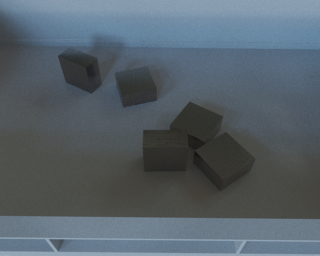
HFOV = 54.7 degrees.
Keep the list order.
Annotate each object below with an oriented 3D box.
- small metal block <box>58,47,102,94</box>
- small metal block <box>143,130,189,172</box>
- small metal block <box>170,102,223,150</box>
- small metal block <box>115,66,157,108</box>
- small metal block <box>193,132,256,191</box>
[{"bbox_3d":[-0.117,-0.085,0.459,0.050,0.050,0.025,24,54,18],"label":"small metal block"},{"bbox_3d":[0.006,0.028,0.366,0.050,0.050,0.025,0,50,-1],"label":"small metal block"},{"bbox_3d":[0.048,-0.001,0.407,0.050,0.025,0.050,27,55,20],"label":"small metal block"},{"bbox_3d":[-0.036,-0.061,0.456,0.050,0.025,0.050,-13,51,-11],"label":"small metal block"},{"bbox_3d":[0.076,0.039,0.373,0.050,0.025,0.050,-29,56,-22],"label":"small metal block"}]
